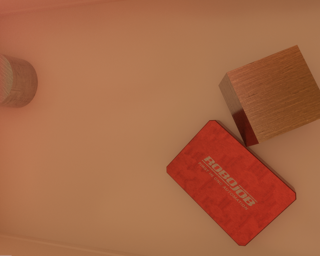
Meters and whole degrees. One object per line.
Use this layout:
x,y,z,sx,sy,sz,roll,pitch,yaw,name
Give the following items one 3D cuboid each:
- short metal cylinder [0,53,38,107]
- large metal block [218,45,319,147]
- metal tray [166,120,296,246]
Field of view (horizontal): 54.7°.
-0.240,-0.072,0.480,0.080,0.050,0.079,0,90,19,short metal cylinder
0.122,-0.032,0.341,0.080,0.050,0.080,-22,82,-3,large metal block
0.084,0.064,0.378,0.130,0.030,0.090,44,103,14,metal tray
